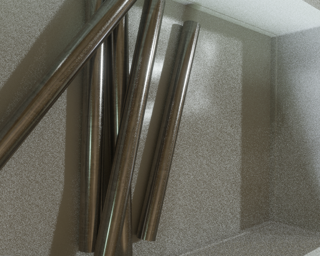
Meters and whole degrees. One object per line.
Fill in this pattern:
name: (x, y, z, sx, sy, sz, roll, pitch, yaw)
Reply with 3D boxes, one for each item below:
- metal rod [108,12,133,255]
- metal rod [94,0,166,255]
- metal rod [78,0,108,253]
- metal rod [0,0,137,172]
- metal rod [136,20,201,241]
metal rod: (-0.048, 0.012, 0.366, 0.025, 0.025, 0.298, -2, 91, -40)
metal rod: (-0.032, -0.005, 0.345, 0.025, 0.025, 0.299, 17, 80, -39)
metal rod: (-0.073, -0.016, 0.344, 0.025, 0.025, 0.298, 2, 89, -40)
metal rod: (-0.096, -0.054, 0.303, 0.025, 0.025, 0.300, 44, 71, -31)
metal rod: (0.014, -0.004, 0.417, 0.025, 0.025, 0.299, 21, 77, -38)
